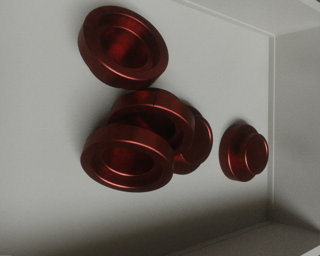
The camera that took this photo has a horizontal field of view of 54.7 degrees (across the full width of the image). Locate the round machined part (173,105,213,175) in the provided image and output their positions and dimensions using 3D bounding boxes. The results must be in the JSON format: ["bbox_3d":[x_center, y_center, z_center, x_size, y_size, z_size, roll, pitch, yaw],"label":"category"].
[{"bbox_3d":[0.036,0.016,0.428,0.099,0.042,0.097,0,90,-40],"label":"round machined part"}]

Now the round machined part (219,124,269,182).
[{"bbox_3d":[0.147,0.043,0.522,0.099,0.042,0.097,0,90,-40],"label":"round machined part"}]

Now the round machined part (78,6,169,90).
[{"bbox_3d":[-0.043,-0.083,0.344,0.099,0.042,0.098,16,57,-25],"label":"round machined part"}]

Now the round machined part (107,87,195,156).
[{"bbox_3d":[-0.008,-0.009,0.359,0.098,0.098,0.042,41,42,-33],"label":"round machined part"}]

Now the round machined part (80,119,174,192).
[{"bbox_3d":[-0.033,0.028,0.340,0.098,0.098,0.042,41,39,-33],"label":"round machined part"}]
